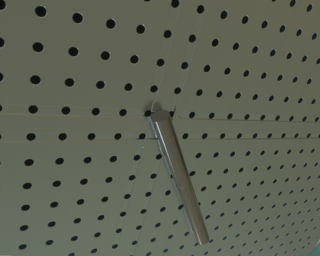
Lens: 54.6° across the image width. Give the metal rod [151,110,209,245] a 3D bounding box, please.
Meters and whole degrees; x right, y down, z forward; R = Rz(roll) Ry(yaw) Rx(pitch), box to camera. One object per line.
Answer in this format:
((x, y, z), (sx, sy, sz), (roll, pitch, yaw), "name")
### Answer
((0.040, 0.096, 0.491), (0.025, 0.025, 0.299), (-28, 128, -11), "metal rod")
